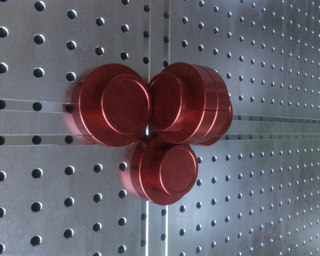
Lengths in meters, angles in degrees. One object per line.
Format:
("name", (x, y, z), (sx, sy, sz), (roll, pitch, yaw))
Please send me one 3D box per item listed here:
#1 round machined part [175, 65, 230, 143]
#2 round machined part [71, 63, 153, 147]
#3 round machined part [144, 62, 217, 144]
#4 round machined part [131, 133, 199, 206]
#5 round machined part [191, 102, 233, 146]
("round machined part", (0.050, -0.030, 0.398), (0.042, 0.098, 0.097), (-1, 91, -40))
("round machined part", (-0.048, -0.026, 0.359), (0.099, 0.042, 0.097), (0, 90, -40))
("round machined part", (0.017, -0.030, 0.369), (0.042, 0.098, 0.097), (2, 89, -40))
("round machined part", (0.013, 0.054, 0.411), (0.099, 0.042, 0.097), (0, 90, -40))
("round machined part", (0.070, -0.022, 0.459), (0.099, 0.042, 0.097), (0, 90, -40))
